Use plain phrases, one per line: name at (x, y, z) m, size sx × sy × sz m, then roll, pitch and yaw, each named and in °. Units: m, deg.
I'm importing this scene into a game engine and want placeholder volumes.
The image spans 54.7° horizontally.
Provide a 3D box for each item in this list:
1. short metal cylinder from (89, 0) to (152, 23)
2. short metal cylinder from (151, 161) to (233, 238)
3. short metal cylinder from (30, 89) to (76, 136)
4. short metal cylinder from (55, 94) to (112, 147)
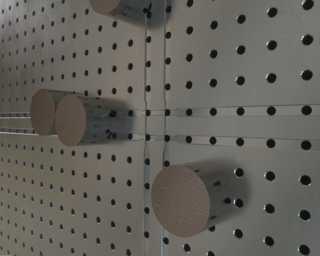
short metal cylinder at (-0.056, -0.195, 0.437) m, size 0.080 × 0.050 × 0.079 m, roll 0°, pitch 90°, yaw 39°
short metal cylinder at (0.036, 0.080, 0.362) m, size 0.080 × 0.050 × 0.079 m, roll 0°, pitch 90°, yaw 39°
short metal cylinder at (-0.182, -0.027, 0.540) m, size 0.080 × 0.050 × 0.079 m, roll 0°, pitch 90°, yaw 40°
short metal cylinder at (-0.122, -0.011, 0.491) m, size 0.080 × 0.050 × 0.079 m, roll 0°, pitch 90°, yaw 39°
